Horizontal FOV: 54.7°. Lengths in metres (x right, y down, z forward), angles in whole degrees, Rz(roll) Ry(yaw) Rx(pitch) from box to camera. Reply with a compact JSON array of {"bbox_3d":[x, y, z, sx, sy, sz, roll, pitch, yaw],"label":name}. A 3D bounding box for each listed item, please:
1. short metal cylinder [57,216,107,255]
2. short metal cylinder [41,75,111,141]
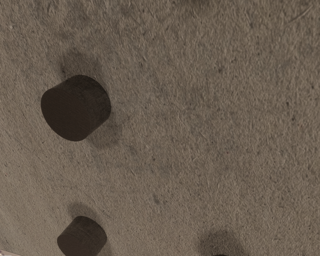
[{"bbox_3d":[-0.151,0.219,0.603,0.080,0.050,0.079,13,124,20],"label":"short metal cylinder"},{"bbox_3d":[-0.116,-0.028,0.433,0.080,0.050,0.079,13,124,20],"label":"short metal cylinder"}]
